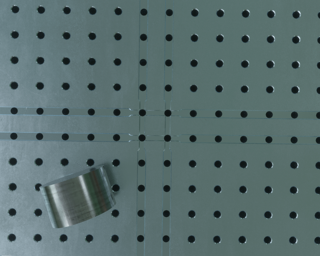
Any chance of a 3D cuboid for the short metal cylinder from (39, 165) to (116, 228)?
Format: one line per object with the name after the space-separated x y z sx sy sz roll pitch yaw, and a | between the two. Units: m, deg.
-0.101 0.083 0.385 0.080 0.080 0.050 -18 90 0 | short metal cylinder
